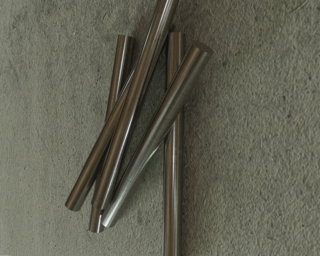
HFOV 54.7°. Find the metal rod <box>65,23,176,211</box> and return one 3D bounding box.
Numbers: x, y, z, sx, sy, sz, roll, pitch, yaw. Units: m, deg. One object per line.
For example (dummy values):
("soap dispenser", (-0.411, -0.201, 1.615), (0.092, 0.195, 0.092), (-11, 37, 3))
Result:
("metal rod", (-0.061, -0.010, 0.432), (0.025, 0.025, 0.298), (38, 106, 33))

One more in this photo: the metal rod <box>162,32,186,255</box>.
("metal rod", (0.017, 0.032, 0.390), (0.025, 0.025, 0.298), (2, 91, 40))

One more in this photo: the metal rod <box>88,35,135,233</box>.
("metal rod", (-0.074, 0.014, 0.466), (0.025, 0.025, 0.298), (17, 101, 39))

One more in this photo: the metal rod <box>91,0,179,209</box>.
("metal rod", (-0.035, -0.028, 0.400), (0.025, 0.025, 0.298), (30, 107, 36))

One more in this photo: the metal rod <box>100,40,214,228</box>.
("metal rod", (-0.017, 0.029, 0.392), (0.025, 0.025, 0.298), (48, 127, 29))
